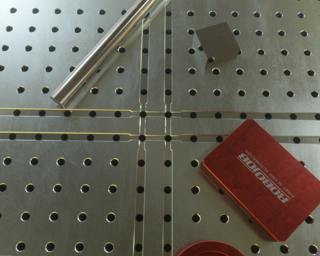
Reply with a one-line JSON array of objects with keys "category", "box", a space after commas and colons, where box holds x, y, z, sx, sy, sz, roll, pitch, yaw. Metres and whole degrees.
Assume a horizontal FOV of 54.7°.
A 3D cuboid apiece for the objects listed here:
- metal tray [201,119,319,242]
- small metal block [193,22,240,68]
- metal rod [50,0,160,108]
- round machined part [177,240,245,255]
[{"category": "metal tray", "box": [0.127, 0.063, 0.388, 0.090, 0.030, 0.130, -40, 75, -14]}, {"category": "small metal block", "box": [0.083, -0.123, 0.458, 0.050, 0.025, 0.050, -18, 71, -7]}, {"category": "metal rod", "box": [-0.054, -0.151, 0.466, 0.025, 0.025, 0.300, 33, 73, 11]}, {"category": "round machined part", "box": [0.055, 0.175, 0.339, 0.099, 0.042, 0.098, 0, 70, -1]}]
